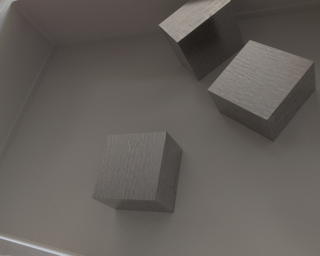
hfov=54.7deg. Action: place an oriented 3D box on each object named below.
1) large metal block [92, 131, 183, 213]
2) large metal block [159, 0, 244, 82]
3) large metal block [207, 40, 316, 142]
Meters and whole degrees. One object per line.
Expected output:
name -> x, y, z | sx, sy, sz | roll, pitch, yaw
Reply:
large metal block -> -0.024, 0.053, 0.370 | 0.080, 0.050, 0.080 | -4, 60, 26
large metal block -> 0.058, -0.124, 0.416 | 0.080, 0.080, 0.050 | -38, 51, 3
large metal block -> 0.117, -0.044, 0.356 | 0.080, 0.050, 0.080 | 35, 81, 38
